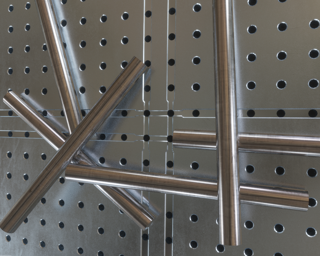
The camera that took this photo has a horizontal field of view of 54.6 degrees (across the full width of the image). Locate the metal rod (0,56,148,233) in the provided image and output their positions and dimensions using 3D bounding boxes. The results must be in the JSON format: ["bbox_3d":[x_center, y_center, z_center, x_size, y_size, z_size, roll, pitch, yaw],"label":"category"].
[{"bbox_3d":[-0.121,0.025,0.431,0.025,0.025,0.300,41,93,15],"label":"metal rod"}]

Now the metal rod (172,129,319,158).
[{"bbox_3d":[0.162,0.020,0.355,0.301,0.025,0.025,3,91,20],"label":"metal rod"}]

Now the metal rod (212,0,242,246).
[{"bbox_3d":[0.077,-0.021,0.363,0.025,0.025,0.299,-3,81,20],"label":"metal rod"}]

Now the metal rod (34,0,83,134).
[{"bbox_3d":[-0.159,-0.127,0.469,0.025,0.025,0.299,-18,84,19],"label":"metal rod"}]

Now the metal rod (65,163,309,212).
[{"bbox_3d":[0.022,0.072,0.390,0.301,0.025,0.025,4,92,14],"label":"metal rod"}]

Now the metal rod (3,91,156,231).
[{"bbox_3d":[-0.127,0.040,0.458,0.300,0.025,0.025,38,102,16],"label":"metal rod"}]
